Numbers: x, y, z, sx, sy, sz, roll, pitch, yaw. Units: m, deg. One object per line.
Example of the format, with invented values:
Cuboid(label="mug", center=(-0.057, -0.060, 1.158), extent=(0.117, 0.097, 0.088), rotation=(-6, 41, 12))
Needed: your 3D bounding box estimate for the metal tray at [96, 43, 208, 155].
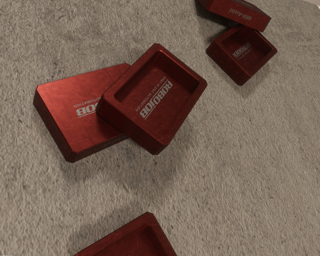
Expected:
Cuboid(label="metal tray", center=(-0.005, -0.041, 0.385), extent=(0.090, 0.030, 0.130), rotation=(38, 51, -3))

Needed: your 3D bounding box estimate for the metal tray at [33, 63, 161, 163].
Cuboid(label="metal tray", center=(-0.071, -0.024, 0.378), extent=(0.131, 0.030, 0.090), rotation=(-25, 75, -37))

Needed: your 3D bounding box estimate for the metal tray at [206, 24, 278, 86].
Cuboid(label="metal tray", center=(0.154, -0.143, 0.573), extent=(0.090, 0.030, 0.131), rotation=(47, 51, 4))

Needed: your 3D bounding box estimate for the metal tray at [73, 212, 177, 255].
Cuboid(label="metal tray", center=(-0.016, 0.159, 0.295), extent=(0.091, 0.030, 0.130), rotation=(-22, 74, -36))

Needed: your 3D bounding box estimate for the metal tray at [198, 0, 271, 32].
Cuboid(label="metal tray", center=(0.140, -0.235, 0.601), extent=(0.131, 0.030, 0.090), rotation=(13, 34, -21))
